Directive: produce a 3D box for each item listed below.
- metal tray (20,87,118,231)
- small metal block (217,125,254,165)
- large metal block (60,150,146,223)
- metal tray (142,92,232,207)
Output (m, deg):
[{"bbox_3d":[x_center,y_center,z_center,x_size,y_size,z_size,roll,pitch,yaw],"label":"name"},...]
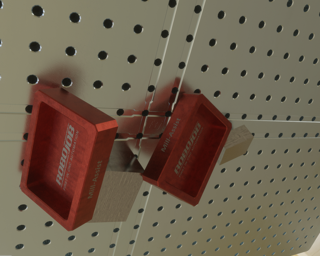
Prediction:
[{"bbox_3d":[-0.102,0.033,0.332,0.030,0.090,0.129,-19,133,-56],"label":"metal tray"},{"bbox_3d":[0.111,0.027,0.480,0.050,0.025,0.050,-22,149,-16],"label":"small metal block"},{"bbox_3d":[-0.076,0.074,0.401,0.081,0.050,0.079,9,114,-33],"label":"large metal block"},{"bbox_3d":[0.041,0.029,0.416,0.090,0.030,0.130,38,73,-40],"label":"metal tray"}]
